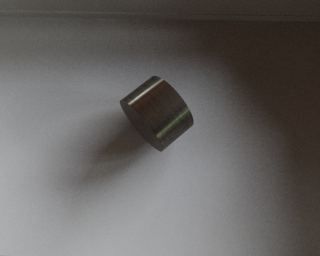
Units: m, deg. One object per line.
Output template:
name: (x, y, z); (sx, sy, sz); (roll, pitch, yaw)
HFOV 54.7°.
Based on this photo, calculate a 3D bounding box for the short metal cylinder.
short metal cylinder: (-0.004, -0.017, 0.384); (0.050, 0.080, 0.080); (-40, 75, -13)
